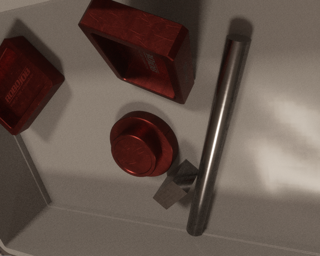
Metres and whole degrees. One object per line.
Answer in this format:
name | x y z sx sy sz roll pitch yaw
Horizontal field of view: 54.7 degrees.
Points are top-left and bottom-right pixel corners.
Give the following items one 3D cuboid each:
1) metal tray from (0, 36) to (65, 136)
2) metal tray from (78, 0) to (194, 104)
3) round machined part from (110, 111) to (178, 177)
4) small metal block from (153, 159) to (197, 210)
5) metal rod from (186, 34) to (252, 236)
metal tray | -0.214 -0.060 0.464 0.090 0.030 0.129 45 119 -4
metal tray | -0.015 -0.071 0.314 0.090 0.130 0.030 23 82 13
round machined part | -0.028 0.029 0.429 0.098 0.042 0.097 13 124 20
small metal block | 0.023 0.078 0.427 0.025 0.050 0.050 41 129 0
metal rod | 0.066 0.033 0.393 0.025 0.025 0.298 18 126 17
